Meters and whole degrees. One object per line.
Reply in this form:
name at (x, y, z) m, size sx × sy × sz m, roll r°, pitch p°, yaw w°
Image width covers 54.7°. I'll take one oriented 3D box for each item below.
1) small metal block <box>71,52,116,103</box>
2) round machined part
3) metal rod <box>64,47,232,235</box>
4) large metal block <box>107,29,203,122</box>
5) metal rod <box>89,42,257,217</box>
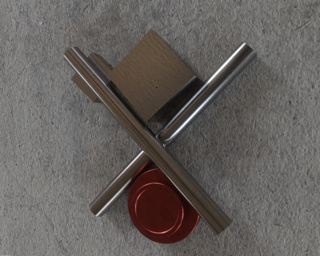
small metal block at (-0.089, -0.071, 0.442) m, size 0.050 × 0.025 × 0.050 m, roll 45°, pitch 103°, yaw 14°
round machined part at (0.003, 0.101, 0.399) m, size 0.098 × 0.042 × 0.097 m, roll 0°, pitch 90°, yaw 19°
metal rod at (-0.024, 0.007, 0.391) m, size 0.025 × 0.025 × 0.300 m, roll -45°, pitch 77°, yaw 14°
large metal block at (-0.005, -0.064, 0.399) m, size 0.080 × 0.050 × 0.080 m, roll -43°, pitch 77°, yaw 14°
metal rod at (0.009, 0.010, 0.408) m, size 0.025 × 0.025 × 0.299 m, roll 46°, pitch 104°, yaw 14°
